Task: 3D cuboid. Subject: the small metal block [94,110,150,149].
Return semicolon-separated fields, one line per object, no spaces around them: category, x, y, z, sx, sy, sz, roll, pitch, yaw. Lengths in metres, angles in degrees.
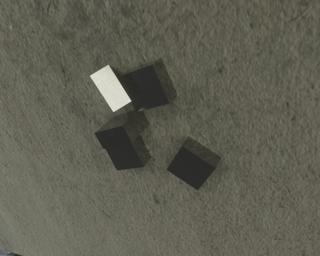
small metal block;-0.050;0.001;0.416;0.050;0.050;0.025;-14;111;33

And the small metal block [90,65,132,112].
small metal block;-0.061;-0.051;0.387;0.025;0.050;0.050;-32;104;-2

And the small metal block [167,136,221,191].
small metal block;0.044;0.047;0.412;0.050;0.025;0.050;33;129;6

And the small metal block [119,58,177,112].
small metal block;-0.014;-0.052;0.381;0.050;0.025;0.050;-12;113;33

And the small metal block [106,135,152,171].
small metal block;-0.048;0.032;0.450;0.050;0.025;0.050;-12;112;33
